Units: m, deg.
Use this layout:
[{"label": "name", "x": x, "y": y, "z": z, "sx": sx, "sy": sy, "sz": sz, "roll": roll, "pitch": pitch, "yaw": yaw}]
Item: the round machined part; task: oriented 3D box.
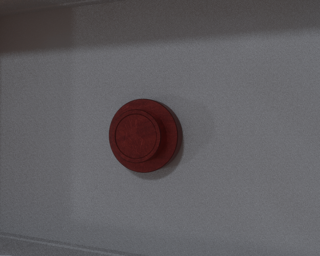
[{"label": "round machined part", "x": -0.024, "y": 0.010, "z": 0.405, "sx": 0.098, "sy": 0.042, "sz": 0.097, "roll": 0, "pitch": 90, "yaw": 19}]
